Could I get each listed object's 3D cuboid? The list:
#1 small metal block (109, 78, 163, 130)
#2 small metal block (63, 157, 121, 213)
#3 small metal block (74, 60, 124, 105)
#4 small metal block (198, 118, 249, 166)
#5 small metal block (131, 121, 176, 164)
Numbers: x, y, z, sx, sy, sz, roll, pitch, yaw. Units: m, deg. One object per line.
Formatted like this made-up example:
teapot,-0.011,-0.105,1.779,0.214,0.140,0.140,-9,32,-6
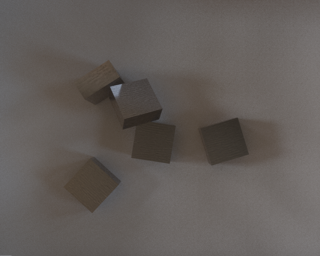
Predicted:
small metal block,-0.032,-0.031,0.394,0.050,0.025,0.050,-17,64,-21
small metal block,-0.089,0.074,0.411,0.050,0.025,0.050,43,90,0
small metal block,-0.075,-0.057,0.397,0.050,0.050,0.025,-33,85,0
small metal block,0.084,0.017,0.412,0.050,0.025,0.050,-17,90,0
small metal block,-0.008,0.018,0.411,0.050,0.025,0.050,9,90,0
